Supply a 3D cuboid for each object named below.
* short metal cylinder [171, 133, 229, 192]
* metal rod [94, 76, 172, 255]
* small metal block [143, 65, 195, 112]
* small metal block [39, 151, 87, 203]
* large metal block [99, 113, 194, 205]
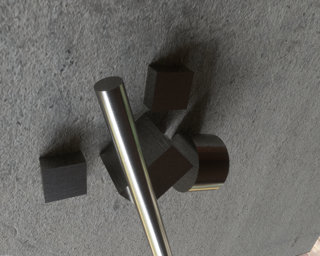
[{"bbox_3d":[0.050,0.047,0.430,0.050,0.080,0.079,3,117,-30],"label":"short metal cylinder"},{"bbox_3d":[-0.016,0.081,0.345,0.025,0.025,0.298,-24,128,-14],"label":"metal rod"},{"bbox_3d":[0.010,-0.049,0.383,0.050,0.025,0.050,-5,121,-26],"label":"small metal block"},{"bbox_3d":[-0.118,0.060,0.380,0.050,0.025,0.050,-8,122,-25],"label":"small metal block"},{"bbox_3d":[-0.019,0.040,0.387,0.080,0.080,0.050,-43,130,1],"label":"large metal block"}]
